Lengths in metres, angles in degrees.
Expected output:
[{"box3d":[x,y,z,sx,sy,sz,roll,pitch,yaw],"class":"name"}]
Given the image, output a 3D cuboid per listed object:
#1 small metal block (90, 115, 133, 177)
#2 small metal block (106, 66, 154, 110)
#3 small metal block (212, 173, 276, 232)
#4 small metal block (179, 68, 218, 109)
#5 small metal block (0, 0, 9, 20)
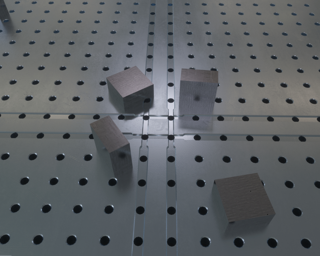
[{"box3d":[-0.058,0.022,0.373,0.025,0.050,0.050,-27,55,-20],"class":"small metal block"},{"box3d":[-0.044,-0.060,0.458,0.050,0.025,0.050,-27,55,-21],"class":"small metal block"},{"box3d":[0.090,0.081,0.340,0.050,0.025,0.050,-8,51,-7],"class":"small metal block"},{"box3d":[0.054,-0.055,0.438,0.050,0.050,0.025,5,50,4],"class":"small metal block"},{"box3d":[-0.327,-0.240,0.592,0.050,0.050,0.025,16,52,13],"class":"small metal block"}]
